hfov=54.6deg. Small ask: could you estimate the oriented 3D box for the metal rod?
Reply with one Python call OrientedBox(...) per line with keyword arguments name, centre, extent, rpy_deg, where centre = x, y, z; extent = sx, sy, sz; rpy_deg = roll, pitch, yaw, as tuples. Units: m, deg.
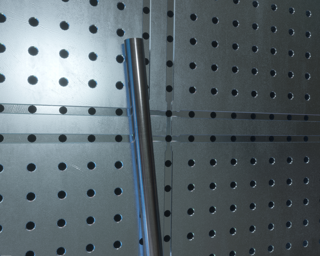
OrientedBox(name="metal rod", centre=(-0.020, 0.036, 0.404), extent=(0.025, 0.025, 0.298), rpy_deg=(-6, 92, -20))
